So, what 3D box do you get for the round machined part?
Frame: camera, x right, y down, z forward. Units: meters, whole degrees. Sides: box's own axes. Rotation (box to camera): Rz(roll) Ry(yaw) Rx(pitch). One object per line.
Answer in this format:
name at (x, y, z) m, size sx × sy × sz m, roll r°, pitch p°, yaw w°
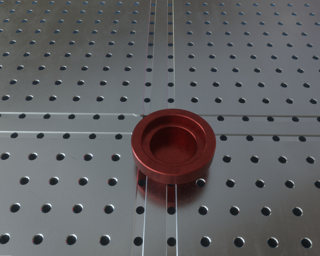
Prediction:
round machined part at (0.016, 0.026, 0.375) m, size 0.099 × 0.042 × 0.098 m, roll 0°, pitch 50°, yaw 0°
